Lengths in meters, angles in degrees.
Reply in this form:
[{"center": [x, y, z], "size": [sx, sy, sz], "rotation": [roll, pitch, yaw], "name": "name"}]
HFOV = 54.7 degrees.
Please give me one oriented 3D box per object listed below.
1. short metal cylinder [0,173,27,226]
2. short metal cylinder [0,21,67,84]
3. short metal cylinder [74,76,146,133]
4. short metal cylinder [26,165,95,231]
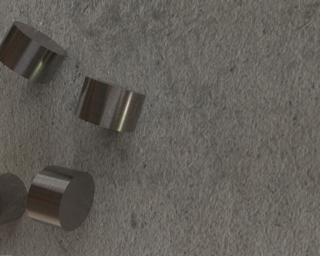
[{"center": [-0.258, 0.113, 0.484], "size": [0.080, 0.050, 0.079], "rotation": [0, 90, 19], "name": "short metal cylinder"}, {"center": [-0.182, -0.107, 0.442], "size": [0.080, 0.080, 0.050], "rotation": [41, 103, 15], "name": "short metal cylinder"}, {"center": [-0.064, -0.031, 0.401], "size": [0.080, 0.080, 0.050], "rotation": [20, 97, 18], "name": "short metal cylinder"}, {"center": [-0.133, 0.095, 0.425], "size": [0.050, 0.080, 0.079], "rotation": [9, 93, 19], "name": "short metal cylinder"}]
